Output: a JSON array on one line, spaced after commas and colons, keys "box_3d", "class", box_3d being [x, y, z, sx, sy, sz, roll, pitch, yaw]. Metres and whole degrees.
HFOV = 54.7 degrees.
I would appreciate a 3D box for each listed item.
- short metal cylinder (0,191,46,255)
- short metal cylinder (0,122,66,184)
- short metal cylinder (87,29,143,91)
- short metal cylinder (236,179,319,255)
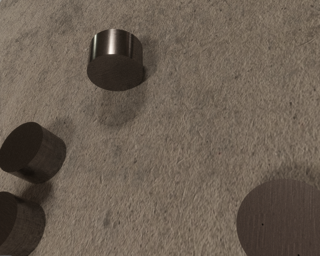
[{"box_3d": [-0.202, 0.131, 0.411, 0.080, 0.050, 0.080, -13, 56, 20], "class": "short metal cylinder"}, {"box_3d": [-0.189, 0.038, 0.462, 0.080, 0.050, 0.080, -13, 56, 20], "class": "short metal cylinder"}, {"box_3d": [-0.066, -0.099, 0.462, 0.080, 0.080, 0.050, -15, 56, 19], "class": "short metal cylinder"}, {"box_3d": [0.113, 0.091, 0.272, 0.080, 0.050, 0.080, -13, 56, 20], "class": "short metal cylinder"}]
